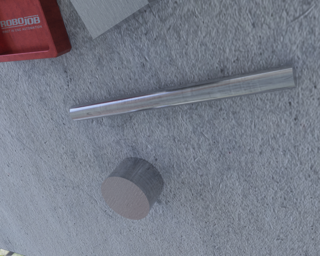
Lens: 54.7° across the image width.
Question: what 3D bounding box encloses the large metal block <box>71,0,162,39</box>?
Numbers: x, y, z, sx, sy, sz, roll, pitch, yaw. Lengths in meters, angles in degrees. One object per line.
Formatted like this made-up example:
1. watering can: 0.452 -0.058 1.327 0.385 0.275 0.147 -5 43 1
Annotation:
1. large metal block: -0.050 -0.152 0.323 0.080 0.050 0.080 -19 109 35

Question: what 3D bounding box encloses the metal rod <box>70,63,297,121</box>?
1. metal rod: 0.004 -0.037 0.381 0.300 0.025 0.025 -7 115 31

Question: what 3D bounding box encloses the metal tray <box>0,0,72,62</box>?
1. metal tray: -0.191 -0.139 0.417 0.130 0.030 0.089 2 120 27

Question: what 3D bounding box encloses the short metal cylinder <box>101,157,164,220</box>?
1. short metal cylinder: -0.041 0.091 0.469 0.080 0.050 0.079 13 124 21
